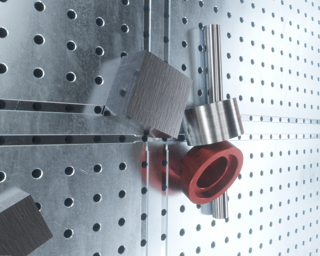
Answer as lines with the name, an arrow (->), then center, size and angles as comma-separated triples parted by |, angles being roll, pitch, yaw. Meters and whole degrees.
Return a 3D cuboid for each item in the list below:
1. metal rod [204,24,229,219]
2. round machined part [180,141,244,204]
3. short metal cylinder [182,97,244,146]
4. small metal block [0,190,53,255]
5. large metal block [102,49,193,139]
metal rod -> 0.088, -0.008, 0.485 | 0.025, 0.025, 0.298 | -6, 94, -40
round machined part -> 0.068, 0.057, 0.439 | 0.099, 0.042, 0.097 | -21, 132, -25
short metal cylinder -> 0.072, -0.009, 0.433 | 0.081, 0.080, 0.050 | -16, 94, -39
small metal block -> -0.139, 0.096, 0.294 | 0.050, 0.025, 0.050 | -32, 110, -35
large metal block -> -0.013, -0.038, 0.383 | 0.080, 0.050, 0.080 | 26, 74, -37
